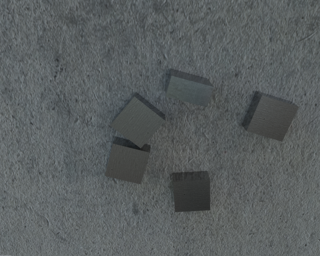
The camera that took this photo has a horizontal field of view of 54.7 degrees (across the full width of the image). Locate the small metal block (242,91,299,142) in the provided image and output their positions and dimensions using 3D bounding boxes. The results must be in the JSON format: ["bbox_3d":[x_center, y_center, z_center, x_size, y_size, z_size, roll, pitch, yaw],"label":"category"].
[{"bbox_3d":[0.143,-0.016,0.405,0.050,0.025,0.050,16,109,-6],"label":"small metal block"}]

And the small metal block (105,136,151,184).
[{"bbox_3d":[-0.044,0.045,0.426,0.050,0.025,0.050,15,109,-6],"label":"small metal block"}]

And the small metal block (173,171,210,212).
[{"bbox_3d":[0.045,0.091,0.444,0.050,0.025,0.050,-3,110,1],"label":"small metal block"}]

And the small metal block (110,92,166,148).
[{"bbox_3d":[-0.028,-0.010,0.406,0.050,0.025,0.050,38,106,-13],"label":"small metal block"}]

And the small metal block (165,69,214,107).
[{"bbox_3d":[0.034,-0.050,0.378,0.050,0.050,0.025,14,110,-5],"label":"small metal block"}]
